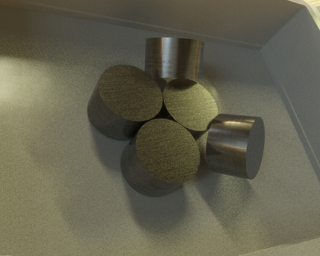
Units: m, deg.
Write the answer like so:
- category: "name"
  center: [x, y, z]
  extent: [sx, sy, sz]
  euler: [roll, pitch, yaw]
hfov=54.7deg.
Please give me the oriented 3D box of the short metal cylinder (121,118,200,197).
- category: "short metal cylinder"
  center: [0.000, 0.036, 0.367]
  extent: [0.081, 0.050, 0.080]
  euler: [14, 56, -21]

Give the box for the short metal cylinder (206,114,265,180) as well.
- category: "short metal cylinder"
  center: [0.100, 0.023, 0.403]
  extent: [0.081, 0.050, 0.079]
  euler: [-17, 111, -55]

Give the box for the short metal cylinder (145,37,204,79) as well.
- category: "short metal cylinder"
  center: [0.020, -0.095, 0.429]
  extent: [0.081, 0.080, 0.050]
  euler: [-3, 102, -30]

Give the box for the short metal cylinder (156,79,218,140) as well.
- category: "short metal cylinder"
  center: [0.030, -0.020, 0.417]
  extent: [0.081, 0.050, 0.080]
  euler: [14, 56, -21]

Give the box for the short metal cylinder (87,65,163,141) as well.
- category: "short metal cylinder"
  center: [-0.044, -0.031, 0.384]
  extent: [0.081, 0.050, 0.080]
  euler: [14, 56, -21]
